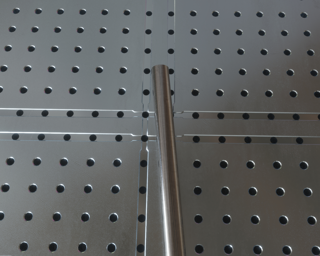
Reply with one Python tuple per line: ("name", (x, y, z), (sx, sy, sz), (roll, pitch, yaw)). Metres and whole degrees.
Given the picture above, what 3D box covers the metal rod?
("metal rod", (0.011, 0.056, 0.391), (0.025, 0.025, 0.299), (-4, 70, -1))
